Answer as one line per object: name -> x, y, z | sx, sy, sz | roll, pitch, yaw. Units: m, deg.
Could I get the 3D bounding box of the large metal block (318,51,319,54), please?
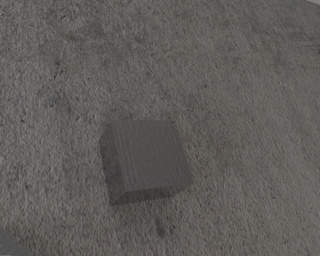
large metal block -> 0.432, -0.172, 0.725 | 0.081, 0.050, 0.080 | -28, 77, -37

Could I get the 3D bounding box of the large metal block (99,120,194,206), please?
large metal block -> -0.018, 0.038, 0.355 | 0.081, 0.050, 0.080 | -1, 62, -29

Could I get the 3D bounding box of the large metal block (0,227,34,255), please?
large metal block -> -0.133, 0.132, 0.236 | 0.080, 0.050, 0.080 | 42, 51, 0
